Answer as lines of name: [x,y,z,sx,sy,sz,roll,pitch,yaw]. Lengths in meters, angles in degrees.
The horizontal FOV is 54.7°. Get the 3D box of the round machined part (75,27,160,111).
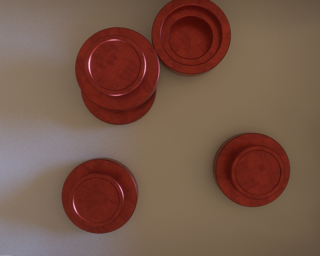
round machined part: [-0.050,-0.069,0.360,0.099,0.042,0.097,0,90,-1]

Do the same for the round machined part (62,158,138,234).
round machined part: [-0.079,0.089,0.402,0.099,0.042,0.097,0,90,-1]

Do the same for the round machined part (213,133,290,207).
round machined part: [0.122,0.055,0.405,0.099,0.042,0.097,0,90,-1]

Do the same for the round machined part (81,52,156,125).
round machined part: [-0.054,-0.053,0.402,0.099,0.042,0.097,0,90,-1]

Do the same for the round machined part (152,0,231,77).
round machined part: [0.039,-0.115,0.403,0.099,0.042,0.097,0,90,-1]
